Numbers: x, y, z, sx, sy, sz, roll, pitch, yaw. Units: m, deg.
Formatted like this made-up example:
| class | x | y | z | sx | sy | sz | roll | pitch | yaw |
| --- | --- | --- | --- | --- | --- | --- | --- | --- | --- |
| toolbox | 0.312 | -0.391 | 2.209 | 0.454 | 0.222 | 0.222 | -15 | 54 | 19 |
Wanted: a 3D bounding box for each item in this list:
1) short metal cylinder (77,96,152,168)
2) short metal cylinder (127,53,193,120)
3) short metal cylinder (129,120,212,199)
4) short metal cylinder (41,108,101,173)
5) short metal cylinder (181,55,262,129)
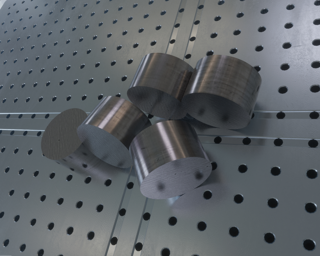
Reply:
| class | x | y | z | sx | sy | sz | roll | pitch | yaw |
| --- | --- | --- | --- | --- | --- | --- | --- | --- | --- |
| short metal cylinder | -0.056 | 0.006 | 0.392 | 0.080 | 0.080 | 0.050 | 9 | 51 | 32 |
| short metal cylinder | 0.004 | -0.052 | 0.403 | 0.080 | 0.080 | 0.050 | 8 | 66 | 31 |
| short metal cylinder | 0.011 | 0.037 | 0.345 | 0.080 | 0.080 | 0.050 | -29 | 52 | 10 |
| short metal cylinder | -0.121 | 0.019 | 0.444 | 0.080 | 0.050 | 0.080 | -13 | 56 | 21 |
| short metal cylinder | 0.071 | -0.039 | 0.360 | 0.080 | 0.080 | 0.050 | 9 | 67 | 32 |
